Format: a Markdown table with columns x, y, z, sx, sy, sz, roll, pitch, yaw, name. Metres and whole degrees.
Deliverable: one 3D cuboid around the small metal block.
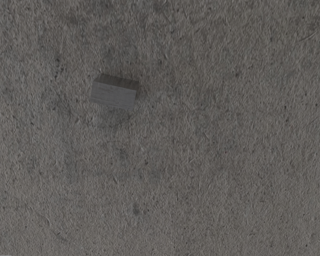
| x | y | z | sx | sy | sz | roll | pitch | yaw | name |
| --- | --- | --- | --- | --- | --- | --- | --- | --- | --- |
| -0.054 | -0.045 | 0.379 | 0.050 | 0.050 | 0.025 | 12 | 110 | -4 | small metal block |
